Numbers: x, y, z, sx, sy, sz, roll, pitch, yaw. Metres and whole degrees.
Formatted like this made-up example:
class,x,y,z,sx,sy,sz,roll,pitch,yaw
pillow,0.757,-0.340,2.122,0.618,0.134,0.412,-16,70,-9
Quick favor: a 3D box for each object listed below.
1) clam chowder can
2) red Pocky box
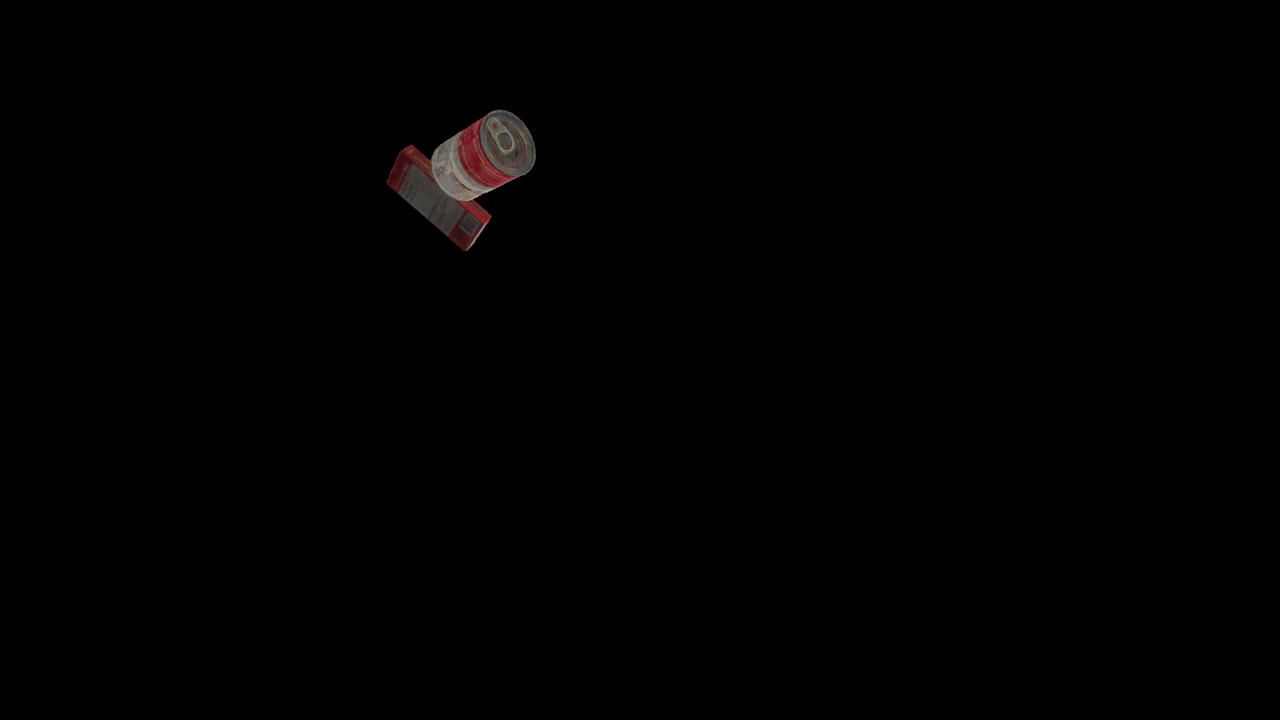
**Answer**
class,x,y,z,sx,sy,sz,roll,pitch,yaw
clam chowder can,-0.169,-0.215,0.656,0.102,0.068,0.068,-8,-5,42
red Pocky box,-0.305,-0.244,0.935,0.155,0.028,0.083,42,-41,-13
